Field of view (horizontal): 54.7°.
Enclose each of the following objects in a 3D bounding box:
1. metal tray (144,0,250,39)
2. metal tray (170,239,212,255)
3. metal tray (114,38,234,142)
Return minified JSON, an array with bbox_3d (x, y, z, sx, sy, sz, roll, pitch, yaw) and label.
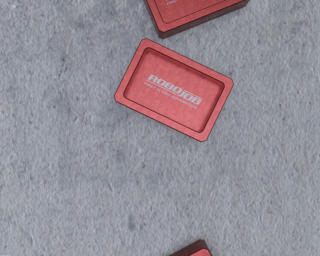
[{"bbox_3d":[0.044,-0.185,0.407,0.131,0.030,0.090,-22,90,-1],"label":"metal tray"},{"bbox_3d":[0.050,0.228,0.408,0.090,0.030,0.130,-28,90,-1],"label":"metal tray"},{"bbox_3d":[0.018,-0.048,0.407,0.131,0.030,0.090,26,90,-1],"label":"metal tray"}]
